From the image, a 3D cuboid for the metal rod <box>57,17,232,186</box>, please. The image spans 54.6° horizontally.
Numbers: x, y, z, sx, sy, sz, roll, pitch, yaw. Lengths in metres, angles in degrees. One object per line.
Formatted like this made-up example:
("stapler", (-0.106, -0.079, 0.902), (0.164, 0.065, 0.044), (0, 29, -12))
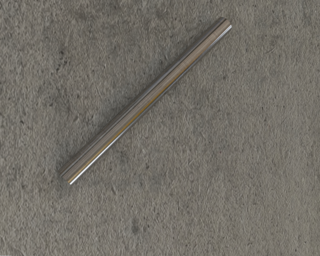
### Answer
("metal rod", (-0.010, -0.044, 0.404), (0.301, 0.025, 0.025), (-45, 104, -14))
